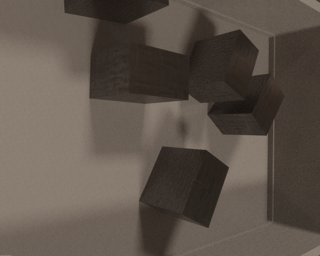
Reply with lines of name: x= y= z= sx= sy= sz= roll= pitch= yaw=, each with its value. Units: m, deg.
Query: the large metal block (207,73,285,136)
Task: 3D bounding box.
large metal block: x=0.135 y=-0.035 z=0.487 sx=0.050 sy=0.080 sz=0.080 roll=48 pitch=61 yaw=-30

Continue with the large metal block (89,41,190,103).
large metal block: x=-0.024 y=-0.057 z=0.352 sx=0.081 sy=0.080 sz=0.050 roll=2 pitch=89 yaw=-40

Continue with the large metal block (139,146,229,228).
large metal block: x=0.031 y=0.073 z=0.399 sx=0.050 sy=0.080 sz=0.080 roll=37 pitch=67 yaw=-34

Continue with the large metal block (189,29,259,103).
large metal block: x=0.084 y=-0.085 z=0.444 sx=0.050 sy=0.080 sz=0.080 roll=32 pitch=70 yaw=-36

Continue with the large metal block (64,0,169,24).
large metal block: x=-0.048 y=-0.152 z=0.331 sx=0.081 sy=0.080 sz=0.050 roll=-5 pitch=93 yaw=-40
